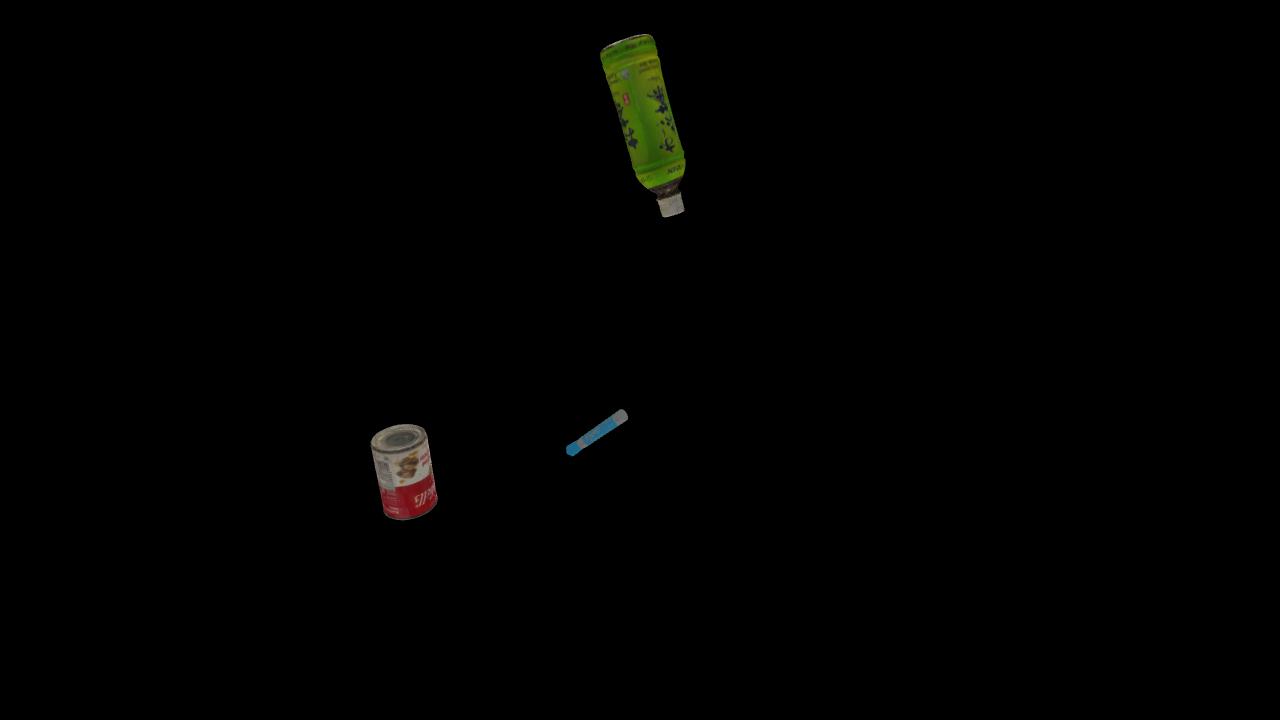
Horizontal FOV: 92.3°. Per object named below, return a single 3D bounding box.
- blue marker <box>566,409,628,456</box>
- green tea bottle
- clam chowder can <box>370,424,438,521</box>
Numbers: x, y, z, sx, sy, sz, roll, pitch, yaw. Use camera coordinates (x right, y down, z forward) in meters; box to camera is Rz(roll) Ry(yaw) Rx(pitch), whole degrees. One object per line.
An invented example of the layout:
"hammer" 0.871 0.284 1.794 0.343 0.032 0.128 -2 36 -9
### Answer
"blue marker" -0.066 0.110 0.910 0.121 0.020 0.020 -36 -19 28
"green tea bottle" 0.014 -0.286 0.770 0.073 0.212 0.073 -18 20 6
"clam chowder can" -0.298 0.141 0.779 0.068 0.102 0.068 -1 24 0
